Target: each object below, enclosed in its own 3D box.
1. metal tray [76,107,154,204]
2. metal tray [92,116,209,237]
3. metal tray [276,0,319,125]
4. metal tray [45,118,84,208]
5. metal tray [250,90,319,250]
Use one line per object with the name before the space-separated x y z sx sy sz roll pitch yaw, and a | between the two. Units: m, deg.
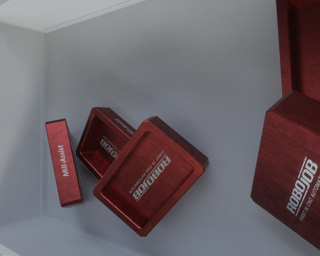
metal tray | -0.067 0.037 0.458 0.130 0.030 0.089 38 113 33
metal tray | -0.014 0.061 0.386 0.090 0.030 0.129 40 111 6
metal tray | 0.156 -0.069 0.274 0.090 0.030 0.129 -5 87 40
metal tray | -0.150 0.059 0.496 0.090 0.030 0.129 125 131 -71
metal tray | 0.125 0.043 0.251 0.090 0.030 0.129 36 151 34
